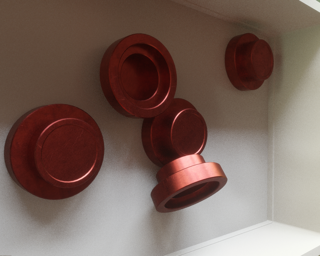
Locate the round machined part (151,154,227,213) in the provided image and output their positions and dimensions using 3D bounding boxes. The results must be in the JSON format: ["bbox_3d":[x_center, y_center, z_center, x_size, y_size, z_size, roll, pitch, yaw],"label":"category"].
[{"bbox_3d":[0.034,0.069,0.402,0.099,0.097,0.042,3,52,-40],"label":"round machined part"}]

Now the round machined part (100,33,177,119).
[{"bbox_3d":[-0.029,-0.060,0.372,0.099,0.042,0.097,0,90,-40],"label":"round machined part"}]

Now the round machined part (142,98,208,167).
[{"bbox_3d":[0.027,0.008,0.420,0.099,0.042,0.097,0,90,-40],"label":"round machined part"}]

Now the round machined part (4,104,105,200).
[{"bbox_3d":[-0.099,0.024,0.314,0.099,0.042,0.097,0,90,-40],"label":"round machined part"}]

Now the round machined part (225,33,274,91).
[{"bbox_3d":[0.159,-0.114,0.532,0.099,0.042,0.097,0,90,-40],"label":"round machined part"}]
